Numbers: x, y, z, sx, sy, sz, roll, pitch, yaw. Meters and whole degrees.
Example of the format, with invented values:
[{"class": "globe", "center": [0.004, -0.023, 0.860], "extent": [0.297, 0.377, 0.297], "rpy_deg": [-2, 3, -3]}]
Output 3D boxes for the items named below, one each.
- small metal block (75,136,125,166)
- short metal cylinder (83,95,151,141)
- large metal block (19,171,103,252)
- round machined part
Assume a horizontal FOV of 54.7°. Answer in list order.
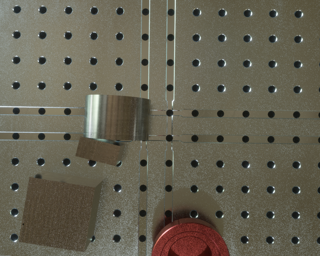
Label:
[{"class": "small metal block", "center": [-0.075, 0.028, 0.400], "extent": [0.050, 0.050, 0.025], "rpy_deg": [14, 90, 0]}, {"class": "short metal cylinder", "center": [-0.053, -0.012, 0.385], "extent": [0.081, 0.080, 0.050], "rpy_deg": [3, 90, 0]}, {"class": "large metal block", "center": [-0.125, 0.105, 0.400], "extent": [0.080, 0.050, 0.080], "rpy_deg": [9, 90, 0]}, {"class": "round machined part", "center": [0.038, 0.166, 0.405], "extent": [0.099, 0.042, 0.097], "rpy_deg": [0, 90, 0]}]
